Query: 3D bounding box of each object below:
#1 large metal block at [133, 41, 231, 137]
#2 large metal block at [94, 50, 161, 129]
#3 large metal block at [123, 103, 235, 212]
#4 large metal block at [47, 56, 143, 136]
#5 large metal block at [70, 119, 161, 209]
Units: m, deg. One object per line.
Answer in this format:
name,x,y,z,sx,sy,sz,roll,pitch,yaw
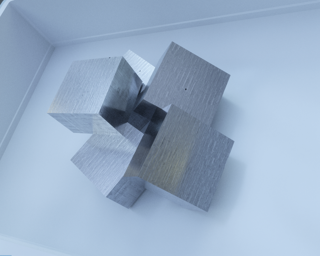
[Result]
large metal block,0.026,-0.042,0.371,0.080,0.050,0.080,28,71,-10
large metal block,-0.039,-0.053,0.440,0.080,0.050,0.080,-45,51,-4
large metal block,0.020,0.033,0.328,0.080,0.080,0.050,-65,16,-18
large metal block,-0.079,-0.039,0.385,0.080,0.050,0.080,2,61,30
large metal block,-0.049,0.038,0.385,0.080,0.050,0.080,34,80,38
